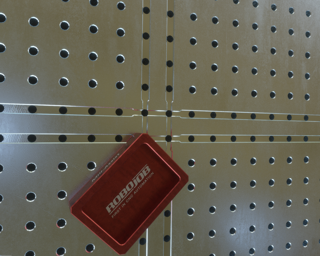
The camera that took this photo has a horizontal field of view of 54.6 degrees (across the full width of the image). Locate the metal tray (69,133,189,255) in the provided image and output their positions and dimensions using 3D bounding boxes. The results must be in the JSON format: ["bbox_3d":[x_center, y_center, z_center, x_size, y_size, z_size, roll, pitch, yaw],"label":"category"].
[{"bbox_3d":[-0.037,0.080,0.396,0.130,0.030,0.090,-47,105,-14],"label":"metal tray"}]
